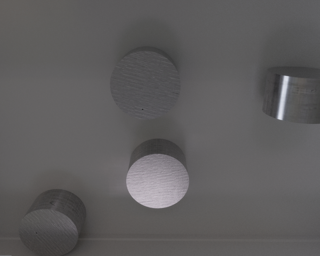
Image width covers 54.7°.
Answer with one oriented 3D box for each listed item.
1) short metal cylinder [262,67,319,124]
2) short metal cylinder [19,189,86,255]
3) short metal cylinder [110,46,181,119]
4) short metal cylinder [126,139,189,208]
[{"bbox_3d":[0.167,-0.042,0.368,0.081,0.080,0.050,1,110,-1],"label":"short metal cylinder"},{"bbox_3d":[-0.152,0.136,0.447,0.081,0.050,0.079,0,110,0],"label":"short metal cylinder"},{"bbox_3d":[-0.017,-0.056,0.377,0.081,0.050,0.079,0,110,0],"label":"short metal cylinder"},{"bbox_3d":[-0.003,0.061,0.420,0.081,0.050,0.079,0,110,0],"label":"short metal cylinder"}]
